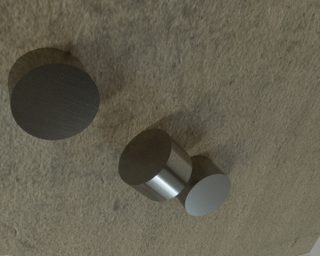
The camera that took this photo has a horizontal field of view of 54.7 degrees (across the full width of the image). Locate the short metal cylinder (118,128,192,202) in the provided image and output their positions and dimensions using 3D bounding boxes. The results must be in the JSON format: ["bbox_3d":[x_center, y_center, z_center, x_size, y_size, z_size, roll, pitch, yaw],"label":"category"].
[{"bbox_3d":[-0.006,0.047,0.399,0.080,0.080,0.050,-43,130,1],"label":"short metal cylinder"}]

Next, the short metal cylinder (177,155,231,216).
[{"bbox_3d":[0.062,0.089,0.482,0.081,0.050,0.079,-14,125,-21],"label":"short metal cylinder"}]

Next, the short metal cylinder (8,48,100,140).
[{"bbox_3d":[-0.107,-0.035,0.311,0.081,0.050,0.079,-14,125,-21],"label":"short metal cylinder"}]
